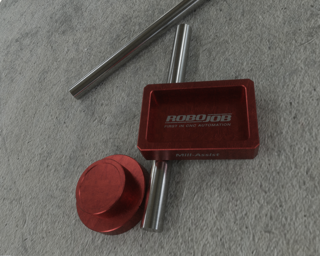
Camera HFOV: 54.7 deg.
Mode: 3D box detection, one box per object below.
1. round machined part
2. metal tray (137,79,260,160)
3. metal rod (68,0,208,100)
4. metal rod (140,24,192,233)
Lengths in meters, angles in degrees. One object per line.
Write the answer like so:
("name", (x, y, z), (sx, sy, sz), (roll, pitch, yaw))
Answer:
("round machined part", (-0.062, 0.076, 0.377), (0.098, 0.042, 0.098), (-13, 56, 20))
("metal tray", (0.044, -0.010, 0.362), (0.131, 0.030, 0.090), (-2, 61, 11))
("metal rod", (-0.023, -0.146, 0.503), (0.300, 0.025, 0.025), (-37, 51, 2))
("metal rod", (0.014, -0.019, 0.407), (0.025, 0.025, 0.299), (-4, 60, 26))
